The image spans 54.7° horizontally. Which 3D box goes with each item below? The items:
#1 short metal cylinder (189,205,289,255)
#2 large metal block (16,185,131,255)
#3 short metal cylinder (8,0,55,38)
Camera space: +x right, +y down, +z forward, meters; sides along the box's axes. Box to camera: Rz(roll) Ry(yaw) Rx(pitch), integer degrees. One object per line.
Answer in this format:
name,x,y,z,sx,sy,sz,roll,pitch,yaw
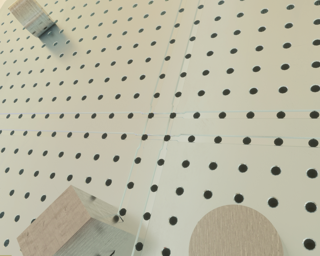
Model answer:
short metal cylinder,0.073,0.116,0.283,0.080,0.050,0.080,-13,56,21
large metal block,-0.093,0.121,0.348,0.080,0.080,0.050,-45,51,-3
short metal cylinder,-0.274,-0.242,0.666,0.050,0.080,0.080,-40,51,1
